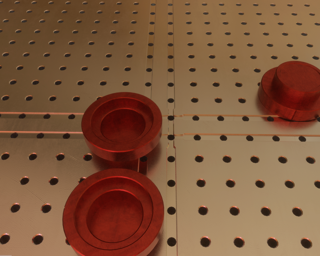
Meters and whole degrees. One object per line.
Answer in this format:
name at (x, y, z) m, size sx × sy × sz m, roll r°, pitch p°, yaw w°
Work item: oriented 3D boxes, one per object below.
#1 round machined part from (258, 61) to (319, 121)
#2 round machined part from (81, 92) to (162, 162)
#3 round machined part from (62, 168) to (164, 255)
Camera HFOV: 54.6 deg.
round machined part at (0.197, -0.060, 0.448) m, size 0.099 × 0.042 × 0.098 m, roll 0°, pitch 50°, yaw 0°
round machined part at (-0.046, 0.003, 0.394) m, size 0.099 × 0.042 × 0.098 m, roll 0°, pitch 50°, yaw 0°
round machined part at (-0.045, 0.094, 0.318) m, size 0.099 × 0.042 × 0.098 m, roll 0°, pitch 50°, yaw 0°
